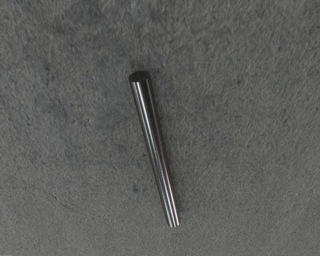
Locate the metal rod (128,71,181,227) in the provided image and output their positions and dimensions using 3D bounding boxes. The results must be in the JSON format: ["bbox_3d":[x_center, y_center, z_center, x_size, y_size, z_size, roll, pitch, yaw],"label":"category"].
[{"bbox_3d":[0.000,0.053,0.451,0.025,0.025,0.298,-7,130,6],"label":"metal rod"}]
